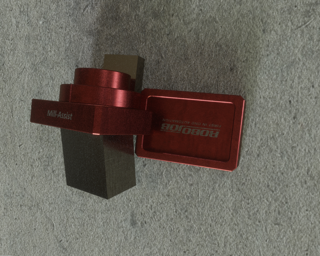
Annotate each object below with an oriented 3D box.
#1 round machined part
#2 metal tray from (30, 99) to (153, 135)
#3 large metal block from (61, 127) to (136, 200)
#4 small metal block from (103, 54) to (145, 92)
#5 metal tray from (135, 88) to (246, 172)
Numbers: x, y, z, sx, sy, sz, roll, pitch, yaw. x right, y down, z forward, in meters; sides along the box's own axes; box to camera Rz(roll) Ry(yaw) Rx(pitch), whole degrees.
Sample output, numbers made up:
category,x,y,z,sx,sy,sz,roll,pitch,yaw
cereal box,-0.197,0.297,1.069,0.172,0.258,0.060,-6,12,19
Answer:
category,x,y,z,sx,sy,sz,roll,pitch,yaw
round machined part,-0.072,-0.048,0.384,0.098,0.098,0.042,7,92,19
metal tray,-0.086,-0.014,0.387,0.130,0.091,0.030,8,94,38
large metal block,-0.080,0.038,0.404,0.080,0.050,0.079,7,106,37
small metal block,-0.051,-0.074,0.428,0.050,0.025,0.050,7,92,19
metal tray,0.037,0.000,0.394,0.130,0.030,0.089,7,92,19
